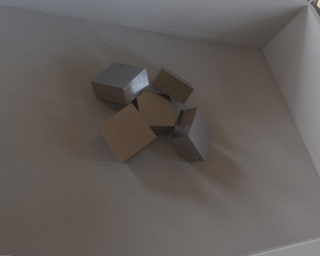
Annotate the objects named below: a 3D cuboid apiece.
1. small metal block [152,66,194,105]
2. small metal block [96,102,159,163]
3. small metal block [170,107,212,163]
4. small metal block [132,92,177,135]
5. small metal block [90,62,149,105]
[{"bbox_3d":[0.017,-0.061,0.434,0.050,0.025,0.050,31,15,-9],"label":"small metal block"},{"bbox_3d":[-0.037,0.007,0.364,0.050,0.025,0.050,-36,81,-1],"label":"small metal block"},{"bbox_3d":[0.043,0.010,0.406,0.050,0.025,0.050,55,42,-35],"label":"small metal block"},{"bbox_3d":[-0.010,-0.019,0.408,0.050,0.025,0.050,2,61,-28],"label":"small metal block"},{"bbox_3d":[-0.050,-0.057,0.395,0.050,0.025,0.050,15,45,27],"label":"small metal block"}]
